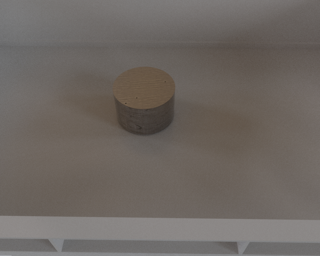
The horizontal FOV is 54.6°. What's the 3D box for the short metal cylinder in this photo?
[{"bbox_3d":[-0.020,-0.037,0.418,0.080,0.050,0.080,0,50,0],"label":"short metal cylinder"}]
